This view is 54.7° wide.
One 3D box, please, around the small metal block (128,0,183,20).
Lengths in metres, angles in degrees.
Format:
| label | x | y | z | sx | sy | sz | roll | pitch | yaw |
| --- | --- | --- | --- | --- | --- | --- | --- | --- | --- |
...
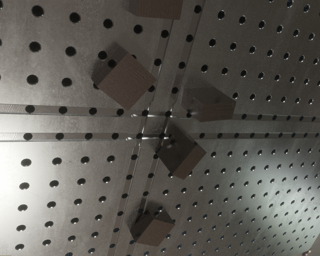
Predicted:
| label | x | y | z | sx | sy | sz | roll | pitch | yaw |
| --- | --- | --- | --- | --- | --- | --- | --- | --- | --- |
| small metal block | -0.002 | -0.143 | 0.323 | 0.050 | 0.025 | 0.050 | -5 | 121 | -26 |

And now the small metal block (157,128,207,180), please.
| label | x | y | z | sx | sy | sz | roll | pitch | yaw |
| --- | --- | --- | --- | --- | --- | --- | --- | --- | --- |
| small metal block | 0.029 | 0.036 | 0.435 | 0.025 | 0.050 | 0.050 | 31 | 101 | -38 |

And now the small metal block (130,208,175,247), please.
| label | x | y | z | sx | sy | sz | roll | pitch | yaw |
| --- | --- | --- | --- | --- | --- | --- | --- | --- | --- |
| small metal block | -0.012 | 0.164 | 0.508 | 0.050 | 0.025 | 0.050 | 28 | 103 | -38 |

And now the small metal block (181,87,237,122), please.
| label | x | y | z | sx | sy | sz | roll | pitch | yaw |
| --- | --- | --- | --- | --- | --- | --- | --- | --- | --- |
| small metal block | 0.064 | -0.032 | 0.412 | 0.050 | 0.050 | 0.025 | -6 | 121 | -26 |

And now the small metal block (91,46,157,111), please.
| label | x | y | z | sx | sy | sz | roll | pitch | yaw |
| --- | --- | --- | --- | --- | --- | --- | --- | --- | --- |
| small metal block | -0.041 | -0.056 | 0.356 | 0.050 | 0.025 | 0.050 | -47 | 130 | 4 |
